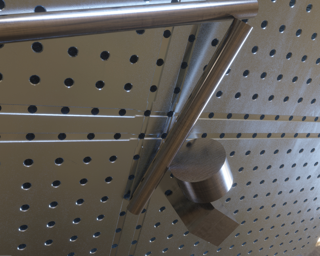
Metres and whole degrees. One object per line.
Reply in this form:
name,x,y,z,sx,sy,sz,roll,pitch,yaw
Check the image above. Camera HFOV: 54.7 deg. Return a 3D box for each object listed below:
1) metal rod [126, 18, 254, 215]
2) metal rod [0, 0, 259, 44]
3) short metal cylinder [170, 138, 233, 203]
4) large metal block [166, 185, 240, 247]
metal rod,0.030,-0.001,0.413,0.025,0.025,0.298,15,115,-34
metal rod,-0.024,-0.116,0.325,0.302,0.025,0.025,-13,124,-21
short metal cylinder,0.060,0.060,0.445,0.080,0.080,0.050,-32,129,-8
large metal block,0.067,0.131,0.493,0.050,0.080,0.080,-47,129,5
